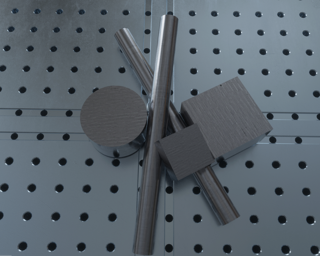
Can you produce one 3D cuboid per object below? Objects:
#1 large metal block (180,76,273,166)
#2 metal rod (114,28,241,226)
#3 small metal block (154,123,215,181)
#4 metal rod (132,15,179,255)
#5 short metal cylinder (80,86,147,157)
[{"bbox_3d":[0.081,-0.007,0.397,0.080,0.050,0.080,-26,72,-9],"label":"large metal block"},{"bbox_3d":[0.014,-0.014,0.413,0.025,0.025,0.299,-27,73,-9],"label":"metal rod"},{"bbox_3d":[0.028,0.028,0.364,0.050,0.025,0.050,-24,87,-17],"label":"small metal block"},{"bbox_3d":[-0.004,-0.001,0.387,0.025,0.025,0.299,6,78,2],"label":"metal rod"},{"bbox_3d":[-0.056,-0.007,0.397,0.081,0.050,0.080,0,70,-1],"label":"short metal cylinder"}]
